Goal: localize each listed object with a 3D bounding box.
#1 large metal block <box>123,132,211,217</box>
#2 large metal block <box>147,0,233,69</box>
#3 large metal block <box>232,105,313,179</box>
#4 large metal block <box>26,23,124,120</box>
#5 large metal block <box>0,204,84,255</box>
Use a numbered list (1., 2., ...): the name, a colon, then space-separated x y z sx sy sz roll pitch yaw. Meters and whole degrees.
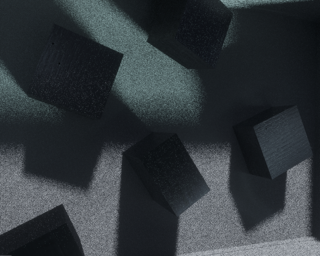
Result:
1. large metal block: 0.005 0.052 0.383 0.050 0.080 0.080 -35 102 -17
2. large metal block: 0.040 -0.129 0.397 0.080 0.050 0.080 24 82 -42
3. large metal block: 0.166 0.019 0.458 0.081 0.050 0.080 -24 98 -18
4. large metal block: -0.098 -0.060 0.361 0.080 0.050 0.080 21 83 -19
5. large metal block: -0.131 0.132 0.333 0.081 0.080 0.050 -26 99 -18
